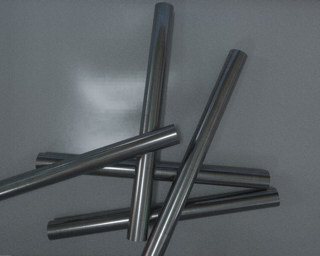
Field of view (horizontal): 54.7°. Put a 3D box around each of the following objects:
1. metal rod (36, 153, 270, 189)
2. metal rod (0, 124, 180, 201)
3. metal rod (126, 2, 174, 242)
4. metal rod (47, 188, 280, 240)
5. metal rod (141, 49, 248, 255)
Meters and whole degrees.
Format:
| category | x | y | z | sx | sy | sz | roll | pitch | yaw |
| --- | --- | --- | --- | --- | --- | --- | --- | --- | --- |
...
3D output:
| category | x | y | z | sx | sy | sz | roll | pitch | yaw |
| --- | --- | --- | --- | --- | --- | --- | --- | --- | --- |
| metal rod | -0.008 | 0.057 | 0.410 | 0.302 | 0.025 | 0.025 | 5 | 90 | -1 |
| metal rod | -0.122 | 0.053 | 0.383 | 0.301 | 0.025 | 0.025 | -18 | 90 | 5 |
| metal rod | -0.011 | -0.013 | 0.393 | 0.025 | 0.025 | 0.298 | 7 | 84 | -1 |
| metal rod | 0.005 | 0.113 | 0.410 | 0.302 | 0.025 | 0.025 | -8 | 90 | -1 |
| metal rod | 0.043 | 0.037 | 0.391 | 0.025 | 0.025 | 0.299 | 24 | 82 | -1 |
